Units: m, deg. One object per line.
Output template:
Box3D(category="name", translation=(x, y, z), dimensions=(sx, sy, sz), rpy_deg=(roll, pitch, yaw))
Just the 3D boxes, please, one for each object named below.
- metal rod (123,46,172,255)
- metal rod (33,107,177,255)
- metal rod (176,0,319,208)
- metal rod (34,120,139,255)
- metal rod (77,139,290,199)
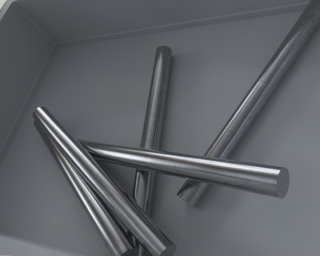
Box3D(category="metal rod", translation=(-0.012, 0.013, 0.403), dimensions=(0.025, 0.025, 0.300), rpy_deg=(-6, 59, 25))
Box3D(category="metal rod", translation=(-0.089, 0.050, 0.386), dimensions=(0.025, 0.025, 0.300), rpy_deg=(-49, 52, -6))
Box3D(category="metal rod", translation=(0.116, -0.038, 0.367), dimensions=(0.025, 0.025, 0.300), rpy_deg=(29, 77, 37))
Box3D(category="metal rod", translation=(-0.114, 0.060, 0.411), dimensions=(0.025, 0.025, 0.300), rpy_deg=(-46, 46, -4))
Box3D(category="metal rod", translation=(-0.011, 0.036, 0.348), dimensions=(0.300, 0.025, 0.025), rpy_deg=(4, 63, 44))
